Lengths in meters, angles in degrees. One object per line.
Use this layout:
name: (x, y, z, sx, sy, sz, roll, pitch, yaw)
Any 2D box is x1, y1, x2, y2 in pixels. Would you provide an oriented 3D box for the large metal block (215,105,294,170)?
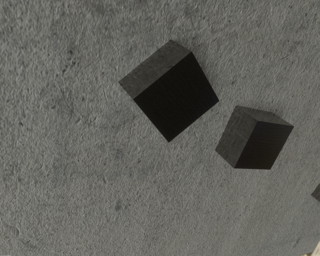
large metal block: (0.145, 0.016, 0.480, 0.081, 0.050, 0.079, 6, 115, -31)

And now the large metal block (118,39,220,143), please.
large metal block: (0.012, -0.043, 0.370, 0.080, 0.050, 0.080, -40, 130, -1)

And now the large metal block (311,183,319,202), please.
large metal block: (0.404, 0.140, 0.698, 0.081, 0.050, 0.080, 17, 110, -35)
